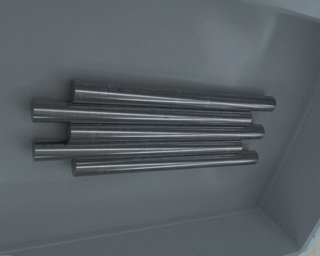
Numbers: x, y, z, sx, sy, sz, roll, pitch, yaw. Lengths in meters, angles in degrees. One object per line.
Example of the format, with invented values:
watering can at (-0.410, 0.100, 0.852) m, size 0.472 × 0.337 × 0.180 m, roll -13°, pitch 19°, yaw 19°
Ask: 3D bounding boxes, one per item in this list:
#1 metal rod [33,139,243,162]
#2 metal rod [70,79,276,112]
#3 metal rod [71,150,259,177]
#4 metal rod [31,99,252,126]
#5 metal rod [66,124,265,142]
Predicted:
metal rod at (-0.009, 0.026, 0.420) m, size 0.303 × 0.025 × 0.025 m, roll 1°, pitch 118°, yaw -29°
metal rod at (0.038, -0.038, 0.406) m, size 0.303 × 0.025 × 0.025 m, roll 1°, pitch 118°, yaw -29°
metal rod at (0.026, 0.049, 0.453) m, size 0.303 × 0.025 × 0.025 m, roll 1°, pitch 118°, yaw -29°
metal rod at (-0.001, -0.017, 0.397) m, size 0.303 × 0.025 × 0.025 m, roll 1°, pitch 118°, yaw -29°
metal rod at (0.028, 0.005, 0.427) m, size 0.303 × 0.025 × 0.025 m, roll 1°, pitch 118°, yaw -29°
